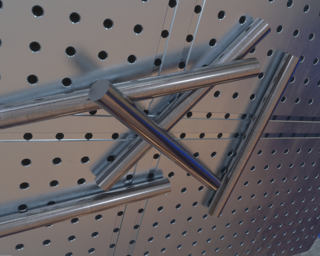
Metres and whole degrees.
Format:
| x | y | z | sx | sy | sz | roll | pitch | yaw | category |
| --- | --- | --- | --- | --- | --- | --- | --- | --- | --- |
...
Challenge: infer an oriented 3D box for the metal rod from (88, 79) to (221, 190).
| x | y | z | sx | sy | sz | roll | pitch | yaw | category |
| --- | --- | --- | --- | --- | --- | --- | --- | --- | --- |
| 0.016 | 0.028 | 0.409 | 0.025 | 0.025 | 0.300 | -45 | 139 | 3 | metal rod |

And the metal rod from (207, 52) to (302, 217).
| x | y | z | sx | sy | sz | roll | pitch | yaw | category |
| --- | --- | --- | --- | --- | --- | --- | --- | --- | --- |
| 0.146 | 0.024 | 0.508 | 0.025 | 0.025 | 0.298 | 7 | 115 | -32 | metal rod |

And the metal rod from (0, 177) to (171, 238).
| x | y | z | sx | sy | sz | roll | pitch | yaw | category |
| --- | --- | --- | --- | --- | --- | --- | --- | --- | --- |
| -0.125 | 0.110 | 0.411 | 0.303 | 0.025 | 0.025 | -10 | 123 | -24 | metal rod |

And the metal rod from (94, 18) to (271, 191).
| x | y | z | sx | sy | sz | roll | pitch | yaw | category |
| --- | --- | --- | --- | --- | --- | --- | --- | --- | --- |
| 0.028 | -0.029 | 0.410 | 0.300 | 0.025 | 0.025 | -45 | 130 | 2 | metal rod |

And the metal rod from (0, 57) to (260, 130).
| x | y | z | sx | sy | sz | roll | pitch | yaw | category |
| --- | --- | --- | --- | --- | --- | --- | --- | --- | --- |
| -0.022 | -0.044 | 0.354 | 0.302 | 0.025 | 0.025 | -13 | 124 | -15 | metal rod |
